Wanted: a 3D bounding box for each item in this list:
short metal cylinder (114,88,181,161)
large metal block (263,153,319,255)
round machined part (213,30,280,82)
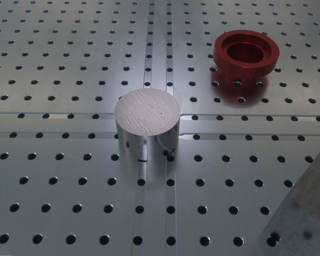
[{"bbox_3d":[-0.015,-0.006,0.396,0.081,0.050,0.080,0,50,0],"label":"short metal cylinder"},{"bbox_3d":[0.157,0.076,0.309,0.050,0.080,0.080,36,59,26],"label":"large metal block"},{"bbox_3d":[0.133,-0.110,0.490,0.099,0.042,0.098,0,50,0],"label":"round machined part"}]
